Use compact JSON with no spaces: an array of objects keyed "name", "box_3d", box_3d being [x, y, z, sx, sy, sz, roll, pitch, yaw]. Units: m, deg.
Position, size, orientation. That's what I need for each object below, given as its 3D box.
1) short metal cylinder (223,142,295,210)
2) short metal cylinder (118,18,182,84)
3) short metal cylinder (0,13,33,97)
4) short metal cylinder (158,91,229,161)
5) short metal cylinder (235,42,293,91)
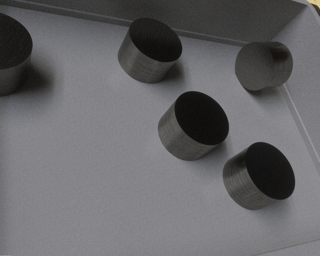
[{"name":"short metal cylinder","box_3d":[0.134,0.066,0.421,0.081,0.050,0.080,14,56,-21]},{"name":"short metal cylinder","box_3d":[-0.015,-0.112,0.449,0.081,0.050,0.080,14,56,-21]},{"name":"short metal cylinder","box_3d":[-0.185,-0.081,0.339,0.081,0.050,0.080,14,56,-21]},{"name":"short metal cylinder","box_3d":[0.044,-0.002,0.414,0.081,0.050,0.080,14,56,-21]},{"name":"short metal cylinder","box_3d":[0.177,-0.107,0.530,0.050,0.080,0.080,-12,68,-33]}]
